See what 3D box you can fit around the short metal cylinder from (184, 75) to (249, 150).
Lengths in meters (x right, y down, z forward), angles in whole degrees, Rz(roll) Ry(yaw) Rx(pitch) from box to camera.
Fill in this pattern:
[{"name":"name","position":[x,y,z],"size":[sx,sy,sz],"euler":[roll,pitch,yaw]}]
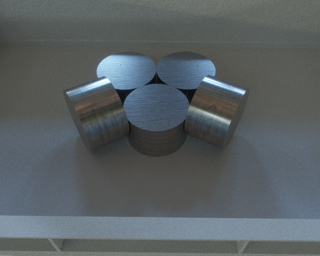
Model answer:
[{"name":"short metal cylinder","position":[0.071,-0.020,0.384],"size":[0.050,0.080,0.080],"euler":[23,54,18]}]

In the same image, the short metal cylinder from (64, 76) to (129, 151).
[{"name":"short metal cylinder","position":[-0.079,-0.018,0.382],"size":[0.050,0.080,0.080],"euler":[-24,54,-19]}]

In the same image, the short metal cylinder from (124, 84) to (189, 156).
[{"name":"short metal cylinder","position":[-0.004,-0.011,0.396],"size":[0.080,0.050,0.080],"euler":[0,50,0]}]

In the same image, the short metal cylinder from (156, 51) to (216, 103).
[{"name":"short metal cylinder","position":[0.035,-0.064,0.441],"size":[0.080,0.050,0.080],"euler":[0,50,0]}]

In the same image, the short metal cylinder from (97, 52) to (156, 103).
[{"name":"short metal cylinder","position":[-0.045,-0.064,0.440],"size":[0.080,0.050,0.080],"euler":[0,50,0]}]
